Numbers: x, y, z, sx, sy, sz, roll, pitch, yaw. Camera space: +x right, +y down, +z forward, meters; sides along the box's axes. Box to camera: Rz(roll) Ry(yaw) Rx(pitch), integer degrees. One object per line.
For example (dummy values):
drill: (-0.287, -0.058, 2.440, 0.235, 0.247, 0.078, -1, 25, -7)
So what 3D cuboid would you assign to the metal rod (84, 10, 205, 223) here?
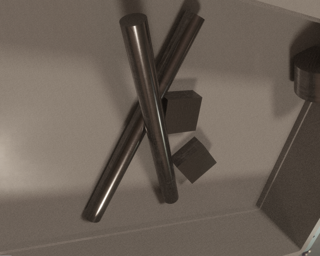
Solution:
metal rod: (-0.027, -0.002, 0.393, 0.025, 0.025, 0.298, 16, 110, -35)

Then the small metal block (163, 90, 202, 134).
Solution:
small metal block: (0.024, -0.021, 0.410, 0.050, 0.025, 0.050, -7, 122, -25)

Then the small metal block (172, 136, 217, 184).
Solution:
small metal block: (0.051, 0.049, 0.469, 0.050, 0.025, 0.050, -41, 130, -1)

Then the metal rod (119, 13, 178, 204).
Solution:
metal rod: (-0.003, 0.006, 0.381, 0.025, 0.025, 0.298, -25, 137, -13)

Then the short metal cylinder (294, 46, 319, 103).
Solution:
short metal cylinder: (0.242, -0.081, 0.459, 0.080, 0.080, 0.050, -27, 128, -12)
